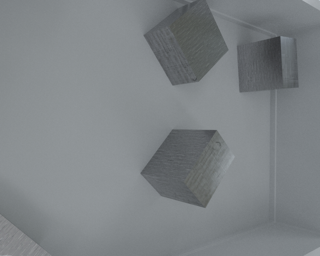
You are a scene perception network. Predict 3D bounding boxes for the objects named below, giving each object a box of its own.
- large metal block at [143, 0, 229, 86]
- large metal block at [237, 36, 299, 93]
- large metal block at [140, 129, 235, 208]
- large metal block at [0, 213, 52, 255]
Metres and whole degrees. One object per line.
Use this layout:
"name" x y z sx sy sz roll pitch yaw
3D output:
"large metal block" 0.038 -0.116 0.422 0.080 0.050 0.080 -47 118 -30
"large metal block" 0.180 -0.104 0.521 0.050 0.080 0.079 -8 95 -40
"large metal block" 0.036 0.048 0.401 0.050 0.080 0.080 52 60 -28
"large metal block" -0.152 0.119 0.263 0.080 0.050 0.080 -50 120 -28
